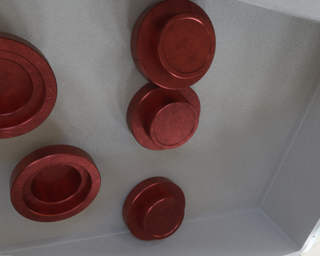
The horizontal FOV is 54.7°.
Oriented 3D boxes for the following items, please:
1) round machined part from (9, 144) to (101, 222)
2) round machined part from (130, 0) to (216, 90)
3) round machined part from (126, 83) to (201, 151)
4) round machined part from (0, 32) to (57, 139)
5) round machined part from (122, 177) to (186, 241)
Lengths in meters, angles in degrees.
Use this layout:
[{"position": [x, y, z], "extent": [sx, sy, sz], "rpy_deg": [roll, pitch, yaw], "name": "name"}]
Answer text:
[{"position": [-0.124, 0.061, 0.368], "extent": [0.099, 0.042, 0.097], "rpy_deg": [-14, 125, -21], "name": "round machined part"}, {"position": [0.021, -0.090, 0.340], "extent": [0.099, 0.042, 0.097], "rpy_deg": [-7, 108, -24], "name": "round machined part"}, {"position": [0.010, -0.012, 0.398], "extent": [0.099, 0.042, 0.097], "rpy_deg": [-14, 125, -21], "name": "round machined part"}, {"position": [-0.151, -0.042, 0.290], "extent": [0.099, 0.042, 0.097], "rpy_deg": [-14, 125, -21], "name": "round machined part"}, {"position": [-0.003, 0.126, 0.463], "extent": [0.099, 0.042, 0.097], "rpy_deg": [-10, 110, -27], "name": "round machined part"}]
